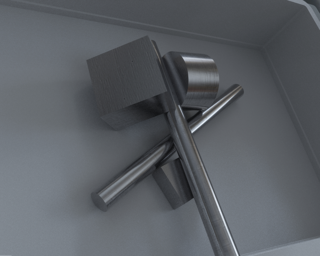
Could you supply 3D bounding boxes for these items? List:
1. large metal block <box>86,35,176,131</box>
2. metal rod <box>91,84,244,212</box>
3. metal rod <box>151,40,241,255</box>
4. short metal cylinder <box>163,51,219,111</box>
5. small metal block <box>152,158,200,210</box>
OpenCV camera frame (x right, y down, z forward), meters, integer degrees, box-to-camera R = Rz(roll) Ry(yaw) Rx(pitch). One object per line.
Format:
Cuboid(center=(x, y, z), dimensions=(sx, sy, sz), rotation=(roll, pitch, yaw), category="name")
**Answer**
Cuboid(center=(-0.035, -0.053, 0.378), dimensions=(0.080, 0.050, 0.080), rotation=(-20, 67, 7), category="large metal block")
Cuboid(center=(0.032, 0.008, 0.417), dimensions=(0.025, 0.025, 0.302), rotation=(49, 51, 6), category="metal rod")
Cuboid(center=(0.029, 0.014, 0.379), dimensions=(0.025, 0.025, 0.299), rotation=(-5, 63, -31), category="metal rod")
Cuboid(center=(0.035, -0.063, 0.427), dimensions=(0.050, 0.080, 0.080), rotation=(-4, 64, -32), category="short metal cylinder")
Cuboid(center=(0.028, 0.064, 0.381), dimensions=(0.050, 0.025, 0.050), rotation=(-24, 75, -37), category="small metal block")
